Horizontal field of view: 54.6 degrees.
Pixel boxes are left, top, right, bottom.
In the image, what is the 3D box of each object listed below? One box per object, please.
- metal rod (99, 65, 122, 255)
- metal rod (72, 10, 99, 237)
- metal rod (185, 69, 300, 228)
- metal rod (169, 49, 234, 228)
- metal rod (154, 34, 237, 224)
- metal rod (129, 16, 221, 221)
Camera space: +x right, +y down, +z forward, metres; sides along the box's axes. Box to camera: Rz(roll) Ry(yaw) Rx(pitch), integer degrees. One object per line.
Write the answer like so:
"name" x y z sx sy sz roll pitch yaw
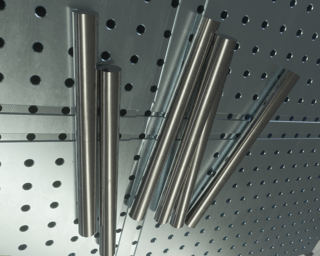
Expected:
"metal rod" -0.068 0.064 0.412 0.025 0.025 0.298 -8 122 -24
"metal rod" -0.088 0.017 0.372 0.025 0.025 0.298 -8 122 -25
"metal rod" 0.126 0.041 0.504 0.025 0.025 0.299 21 107 -36
"metal rod" 0.055 0.030 0.458 0.025 0.025 0.298 -3 120 -27
"metal rod" 0.040 0.020 0.431 0.025 0.025 0.298 0 123 -28
"metal rod" 0.012 0.003 0.418 0.025 0.025 0.298 6 115 -31
